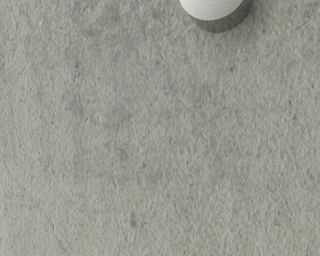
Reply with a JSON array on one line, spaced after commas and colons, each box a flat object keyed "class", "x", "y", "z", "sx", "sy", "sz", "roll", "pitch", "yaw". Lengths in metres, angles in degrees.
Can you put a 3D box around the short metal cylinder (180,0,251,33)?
[{"class": "short metal cylinder", "x": 0.067, "y": -0.161, "z": 0.372, "sx": 0.080, "sy": 0.050, "sz": 0.079, "roll": 0, "pitch": 90, "yaw": 19}]
